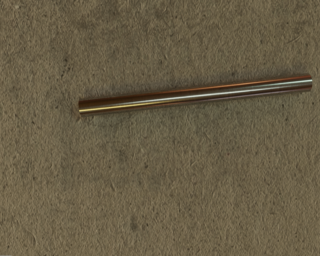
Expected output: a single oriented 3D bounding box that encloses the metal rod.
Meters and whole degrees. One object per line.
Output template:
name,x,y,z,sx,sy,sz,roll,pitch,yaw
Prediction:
metal rod,0.046,-0.043,0.410,0.302,0.025,0.025,-6,90,0
